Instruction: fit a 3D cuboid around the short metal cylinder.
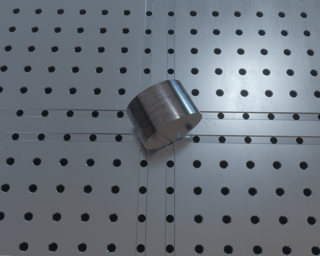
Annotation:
[{"bbox_3d":[0.005,-0.016,0.388,0.080,0.080,0.050,-27,72,-9],"label":"short metal cylinder"}]
